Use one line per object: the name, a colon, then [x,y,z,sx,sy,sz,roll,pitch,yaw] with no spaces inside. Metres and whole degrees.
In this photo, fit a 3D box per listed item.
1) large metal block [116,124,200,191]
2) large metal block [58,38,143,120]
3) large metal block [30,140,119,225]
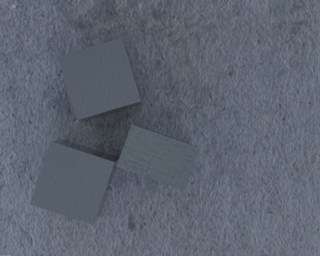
large metal block: [-0.002,0.032,0.383,0.080,0.080,0.050,20,90,-1]
large metal block: [-0.073,-0.059,0.397,0.080,0.050,0.080,-17,90,-1]
large metal block: [-0.105,0.066,0.396,0.080,0.050,0.080,18,90,-1]
